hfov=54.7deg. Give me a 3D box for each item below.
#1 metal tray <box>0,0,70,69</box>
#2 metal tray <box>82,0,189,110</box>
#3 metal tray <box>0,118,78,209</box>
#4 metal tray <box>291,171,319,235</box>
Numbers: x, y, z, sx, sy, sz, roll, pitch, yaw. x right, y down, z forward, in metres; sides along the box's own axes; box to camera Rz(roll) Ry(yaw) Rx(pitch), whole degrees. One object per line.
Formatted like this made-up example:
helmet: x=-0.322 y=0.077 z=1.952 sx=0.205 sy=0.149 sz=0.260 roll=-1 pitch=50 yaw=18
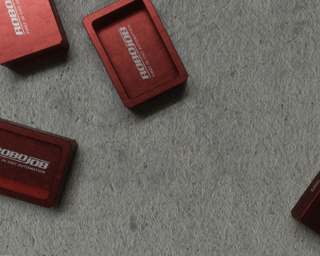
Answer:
metal tray: x=-0.185 y=-0.154 z=0.406 sx=0.090 sy=0.030 sz=0.129 roll=-19 pitch=90 yaw=0
metal tray: x=-0.031 y=-0.100 z=0.406 sx=0.090 sy=0.030 sz=0.130 roll=-27 pitch=90 yaw=0
metal tray: x=-0.186 y=0.042 z=0.405 sx=0.131 sy=0.030 sz=0.090 roll=17 pitch=90 yaw=0
metal tray: x=0.251 y=0.090 z=0.409 sx=0.090 sy=0.030 sz=0.130 roll=35 pitch=90 yaw=0
